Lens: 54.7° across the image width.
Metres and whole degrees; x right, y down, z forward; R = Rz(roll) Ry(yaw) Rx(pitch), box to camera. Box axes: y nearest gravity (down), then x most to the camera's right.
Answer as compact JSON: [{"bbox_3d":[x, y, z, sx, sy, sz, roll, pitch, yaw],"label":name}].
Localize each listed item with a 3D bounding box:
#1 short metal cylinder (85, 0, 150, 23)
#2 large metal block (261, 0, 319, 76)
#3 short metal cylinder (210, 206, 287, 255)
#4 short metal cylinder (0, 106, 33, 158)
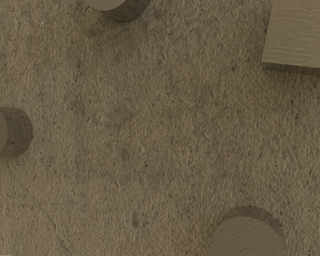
[{"bbox_3d":[-0.058,-0.189,0.416,0.080,0.050,0.079,0,90,20],"label":"short metal cylinder"},{"bbox_3d":[0.161,-0.103,0.339,0.080,0.050,0.079,11,94,19],"label":"large metal block"},{"bbox_3d":[0.103,0.136,0.359,0.080,0.050,0.079,0,90,20],"label":"short metal cylinder"},{"bbox_3d":[-0.249,0.006,0.484,0.080,0.050,0.079,0,90,20],"label":"short metal cylinder"}]
